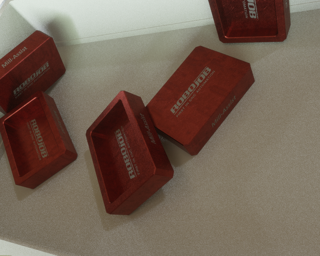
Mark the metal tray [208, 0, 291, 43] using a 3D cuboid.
[{"bbox_3d":[0.107,-0.166,0.381,0.090,0.130,0.030,8,58,31],"label":"metal tray"}]

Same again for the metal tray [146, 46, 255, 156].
[{"bbox_3d":[0.047,-0.039,0.401,0.090,0.030,0.130,33,80,38],"label":"metal tray"}]

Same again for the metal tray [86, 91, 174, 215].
[{"bbox_3d":[-0.043,0.029,0.383,0.090,0.030,0.130,-45,50,25],"label":"metal tray"}]

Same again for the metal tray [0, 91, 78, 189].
[{"bbox_3d":[-0.191,0.016,0.477,0.090,0.030,0.130,-35,61,4],"label":"metal tray"}]

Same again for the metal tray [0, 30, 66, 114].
[{"bbox_3d":[-0.222,-0.087,0.512,0.030,0.090,0.130,31,65,16],"label":"metal tray"}]
